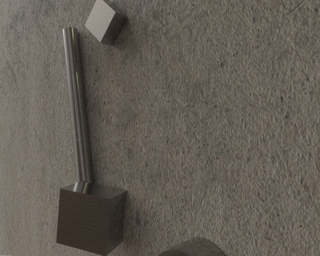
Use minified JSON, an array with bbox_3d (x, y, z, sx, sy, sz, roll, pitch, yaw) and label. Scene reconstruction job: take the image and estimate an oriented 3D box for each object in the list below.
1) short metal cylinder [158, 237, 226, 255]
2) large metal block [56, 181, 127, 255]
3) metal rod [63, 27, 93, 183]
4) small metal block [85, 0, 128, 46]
[{"bbox_3d":[0.037,0.174,0.356,0.080,0.050,0.079,0,90,39],"label":"short metal cylinder"},{"bbox_3d":[-0.099,0.129,0.452,0.080,0.050,0.079,7,95,19],"label":"large metal block"},{"bbox_3d":[-0.134,-0.019,0.512,0.025,0.025,0.298,-12,83,39],"label":"metal rod"},{"bbox_3d":[-0.082,-0.162,0.470,0.050,0.025,0.050,49,119,28],"label":"small metal block"}]
